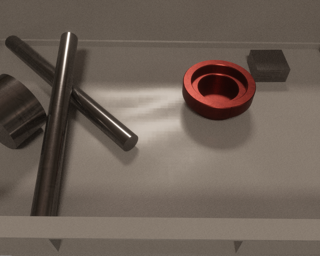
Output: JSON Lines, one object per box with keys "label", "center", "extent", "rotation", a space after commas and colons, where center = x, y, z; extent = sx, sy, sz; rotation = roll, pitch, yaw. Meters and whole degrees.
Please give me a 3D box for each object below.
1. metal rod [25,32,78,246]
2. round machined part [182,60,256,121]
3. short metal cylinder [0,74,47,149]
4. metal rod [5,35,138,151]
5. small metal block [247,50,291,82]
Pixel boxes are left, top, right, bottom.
{"label": "metal rod", "center": [-0.129, -0.011, 0.389], "extent": [0.025, 0.025, 0.299], "rotation": [-2, 57, -3]}
{"label": "round machined part", "center": [0.081, -0.049, 0.436], "extent": [0.099, 0.042, 0.098], "rotation": [0, 50, 0]}
{"label": "short metal cylinder", "center": [-0.189, -0.020, 0.384], "extent": [0.080, 0.080, 0.050], "rotation": [27, 55, 20]}
{"label": "metal rod", "center": [-0.143, -0.063, 0.455], "extent": [0.300, 0.025, 0.025], "rotation": [38, 59, 27]}
{"label": "small metal block", "center": [0.171, -0.099, 0.490], "extent": [0.050, 0.025, 0.050], "rotation": [-1, 50, -1]}
